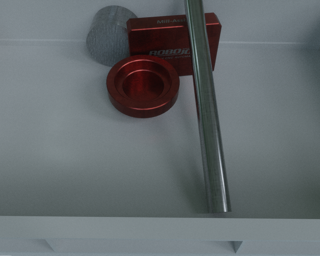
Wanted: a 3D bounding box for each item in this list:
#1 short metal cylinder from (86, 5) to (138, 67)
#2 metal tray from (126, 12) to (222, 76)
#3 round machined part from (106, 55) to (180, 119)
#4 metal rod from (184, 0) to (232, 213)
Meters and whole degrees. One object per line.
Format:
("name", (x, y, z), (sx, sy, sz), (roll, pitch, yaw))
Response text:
("short metal cylinder", (-0.071, -0.143, 0.489), (0.080, 0.080, 0.050), (3, 50, 2))
("metal tray", (0.019, -0.120, 0.463), (0.131, 0.089, 0.030), (-6, 51, -6))
("round machined part", (-0.023, -0.053, 0.433), (0.099, 0.042, 0.098), (1, 57, -2))
("metal rod", (0.054, -0.051, 0.379), (0.025, 0.025, 0.299), (-3, 72, -3))
